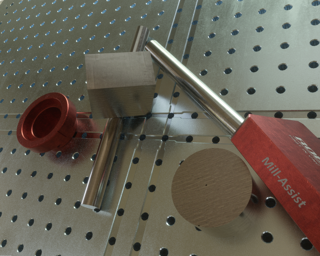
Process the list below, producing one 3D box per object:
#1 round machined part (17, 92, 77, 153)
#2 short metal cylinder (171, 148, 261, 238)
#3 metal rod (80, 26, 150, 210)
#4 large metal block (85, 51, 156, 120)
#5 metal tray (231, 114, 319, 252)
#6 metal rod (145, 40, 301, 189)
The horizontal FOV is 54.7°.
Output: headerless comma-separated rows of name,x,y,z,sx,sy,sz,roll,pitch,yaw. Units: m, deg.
round machined part,-0.171,-0.004,0.488,0.098,0.042,0.098,-13,56,20
short metal cylinder,0.059,0.067,0.320,0.080,0.050,0.080,-13,56,20
metal rod,-0.059,-0.032,0.456,0.025,0.025,0.300,-2,61,27
large metal block,-0.053,-0.054,0.409,0.081,0.080,0.050,-6,66,-10
metal tray,0.132,0.044,0.269,0.030,0.091,0.130,-59,44,31
metal rod,0.061,-0.037,0.397,0.025,0.025,0.300,-40,51,1
